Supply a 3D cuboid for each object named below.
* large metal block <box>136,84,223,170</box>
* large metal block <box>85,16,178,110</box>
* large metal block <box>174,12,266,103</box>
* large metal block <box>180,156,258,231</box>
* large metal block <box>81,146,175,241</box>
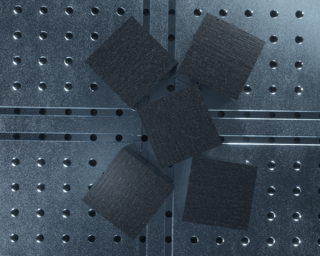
[{"bbox_3d":[0.024,-0.002,0.400,0.080,0.050,0.080,-23,90,0],"label":"large metal block"},{"bbox_3d":[-0.034,-0.080,0.400,0.080,0.050,0.080,-44,90,0],"label":"large metal block"},{"bbox_3d":[0.074,-0.087,0.400,0.080,0.050,0.080,26,90,-3],"label":"large metal block"},{"bbox_3d":[0.073,0.080,0.401,0.080,0.050,0.080,9,90,-1],"label":"large metal block"},{"bbox_3d":[-0.039,0.080,0.399,0.080,0.050,0.080,38,90,0],"label":"large metal block"}]
